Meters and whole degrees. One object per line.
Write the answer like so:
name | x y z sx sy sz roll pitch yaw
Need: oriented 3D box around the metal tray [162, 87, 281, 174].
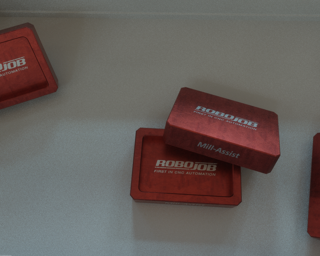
metal tray | 0.078 -0.001 0.384 0.131 0.030 0.090 17 39 6

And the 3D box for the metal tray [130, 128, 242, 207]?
metal tray | 0.033 0.049 0.388 0.131 0.030 0.090 3 70 1

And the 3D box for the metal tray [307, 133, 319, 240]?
metal tray | 0.223 0.066 0.353 0.030 0.090 0.130 27 66 -33

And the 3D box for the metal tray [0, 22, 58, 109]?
metal tray | -0.212 -0.072 0.401 0.131 0.090 0.030 -19 33 -7
